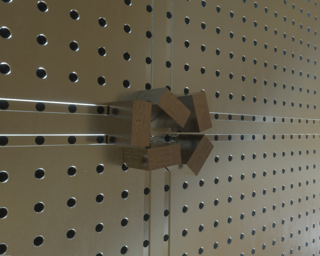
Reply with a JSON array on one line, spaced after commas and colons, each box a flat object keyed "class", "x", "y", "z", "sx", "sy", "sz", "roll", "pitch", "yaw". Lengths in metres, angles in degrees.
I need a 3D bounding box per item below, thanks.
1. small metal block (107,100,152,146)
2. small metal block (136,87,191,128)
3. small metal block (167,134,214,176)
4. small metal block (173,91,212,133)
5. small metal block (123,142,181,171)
[{"class": "small metal block", "x": -0.036, "y": -0.005, "z": 0.361, "sx": 0.025, "sy": 0.050, "sz": 0.050, "roll": 5, "pitch": 88, "yaw": -40}, {"class": "small metal block", "x": 0.002, "y": -0.024, "z": 0.393, "sx": 0.050, "sy": 0.050, "sz": 0.025, "roll": 41, "pitch": 66, "yaw": -33}, {"class": "small metal block", "x": 0.037, "y": 0.035, "z": 0.422, "sx": 0.025, "sy": 0.050, "sz": 0.050, "roll": 50, "pitch": 61, "yaw": -28}, {"class": "small metal block", "x": 0.040, "y": -0.021, "z": 0.424, "sx": 0.025, "sy": 0.050, "sz": 0.050, "roll": -21, "pitch": 103, "yaw": -38}, {"class": "small metal block", "x": -0.010, "y": 0.034, "z": 0.383, "sx": 0.050, "sy": 0.050, "sz": 0.025, "roll": -7, "pitch": 94, "yaw": -40}]
